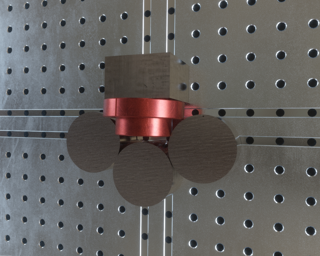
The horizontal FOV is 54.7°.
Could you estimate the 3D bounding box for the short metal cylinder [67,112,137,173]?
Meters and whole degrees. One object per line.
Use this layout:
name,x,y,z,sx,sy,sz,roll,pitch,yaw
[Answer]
short metal cylinder,-0.080,0.018,0.428,0.080,0.050,0.079,0,90,20

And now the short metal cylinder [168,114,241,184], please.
short metal cylinder,0.056,0.024,0.380,0.080,0.050,0.079,0,90,20

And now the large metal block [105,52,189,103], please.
large metal block,-0.013,-0.058,0.387,0.080,0.080,0.050,1,91,20

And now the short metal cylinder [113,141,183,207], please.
short metal cylinder,-0.014,0.057,0.404,0.080,0.050,0.079,0,90,20

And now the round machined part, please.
round machined part,-0.020,-0.011,0.379,0.098,0.098,0.042,2,90,20
